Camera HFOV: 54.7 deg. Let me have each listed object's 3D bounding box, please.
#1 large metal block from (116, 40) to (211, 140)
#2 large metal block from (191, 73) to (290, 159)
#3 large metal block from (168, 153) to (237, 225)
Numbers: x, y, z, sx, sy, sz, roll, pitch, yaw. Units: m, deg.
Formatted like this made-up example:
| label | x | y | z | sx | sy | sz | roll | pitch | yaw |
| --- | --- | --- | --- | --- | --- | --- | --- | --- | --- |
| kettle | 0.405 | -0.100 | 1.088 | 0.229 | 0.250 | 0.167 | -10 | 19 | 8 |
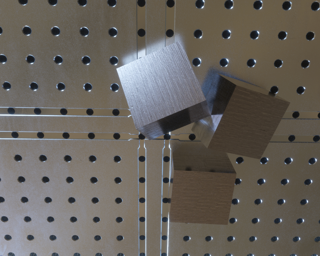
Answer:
| label | x | y | z | sx | sy | sz | roll | pitch | yaw |
| --- | --- | --- | --- | --- | --- | --- | --- | --- | --- |
| large metal block | 0.005 | -0.042 | 0.364 | 0.080 | 0.050 | 0.080 | -23 | 69 | 8 |
| large metal block | 0.098 | -0.014 | 0.385 | 0.081 | 0.050 | 0.079 | 13 | 110 | -24 |
| large metal block | 0.055 | 0.084 | 0.432 | 0.081 | 0.050 | 0.079 | 4 | 110 | -2 |
